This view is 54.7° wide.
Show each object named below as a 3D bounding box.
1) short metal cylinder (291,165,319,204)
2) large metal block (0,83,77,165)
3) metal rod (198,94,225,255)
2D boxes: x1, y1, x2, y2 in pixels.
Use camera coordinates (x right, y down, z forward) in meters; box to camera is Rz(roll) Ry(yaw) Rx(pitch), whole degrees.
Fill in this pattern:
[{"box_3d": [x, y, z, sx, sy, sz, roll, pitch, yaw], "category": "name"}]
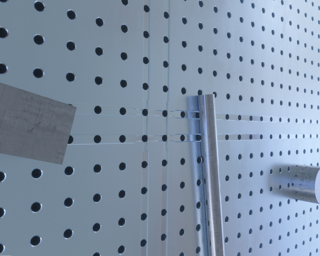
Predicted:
[{"box_3d": [0.329, 0.122, 0.674, 0.081, 0.050, 0.079, 0, 90, -40], "category": "short metal cylinder"}, {"box_3d": [-0.131, -0.004, 0.264, 0.080, 0.080, 0.050, 19, 78, -39], "category": "large metal block"}, {"box_3d": [0.081, 0.098, 0.480, 0.025, 0.025, 0.298, -8, 95, -40], "category": "metal rod"}]
